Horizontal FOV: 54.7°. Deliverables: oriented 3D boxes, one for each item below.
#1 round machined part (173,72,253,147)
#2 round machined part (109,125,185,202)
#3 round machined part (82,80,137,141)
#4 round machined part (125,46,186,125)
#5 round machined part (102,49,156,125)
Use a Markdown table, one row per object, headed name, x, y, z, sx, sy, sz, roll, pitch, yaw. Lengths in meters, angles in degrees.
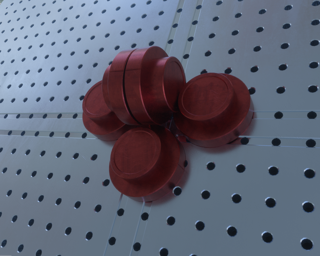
| name | x | y | z | sx | sy | sz | roll | pitch | yaw |
| --- | --- | --- | --- | --- | --- | --- | --- | --- | --- |
| round machined part | 0.061 | -0.029 | 0.381 | 0.098 | 0.042 | 0.098 | -13 | 56 | 20 |
| round machined part | -0.022 | 0.038 | 0.384 | 0.098 | 0.042 | 0.098 | -13 | 56 | 20 |
| round machined part | -0.074 | -0.034 | 0.455 | 0.098 | 0.042 | 0.098 | -13 | 56 | 20 |
| round machined part | 0.001 | -0.053 | 0.385 | 0.042 | 0.098 | 0.098 | -1 | 62 | 28 |
| round machined part | -0.038 | -0.053 | 0.404 | 0.042 | 0.098 | 0.098 | 1 | 62 | 29 |
